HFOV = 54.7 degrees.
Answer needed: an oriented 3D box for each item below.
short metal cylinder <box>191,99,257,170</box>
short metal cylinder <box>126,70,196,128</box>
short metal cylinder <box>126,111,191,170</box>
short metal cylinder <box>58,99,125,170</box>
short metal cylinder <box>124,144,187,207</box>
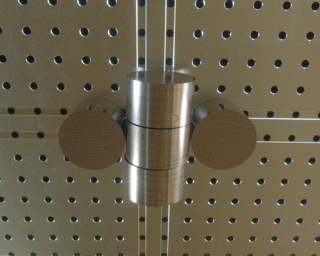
[{"bbox_3d":[0.079,0.007,0.403,0.081,0.050,0.079,0,110,-1],"label":"short metal cylinder"},{"bbox_3d":[0.000,-0.037,0.370,0.081,0.080,0.050,2,110,-1],"label":"short metal cylinder"},{"bbox_3d":[-0.002,0.011,0.388,0.081,0.080,0.050,2,110,-1],"label":"short metal cylinder"},{"bbox_3d":[-0.083,0.007,0.401,0.081,0.050,0.079,0,110,-1],"label":"short metal cylinder"},{"bbox_3d":[-0.006,0.059,0.405,0.081,0.080,0.050,1,110,-1],"label":"short metal cylinder"}]
